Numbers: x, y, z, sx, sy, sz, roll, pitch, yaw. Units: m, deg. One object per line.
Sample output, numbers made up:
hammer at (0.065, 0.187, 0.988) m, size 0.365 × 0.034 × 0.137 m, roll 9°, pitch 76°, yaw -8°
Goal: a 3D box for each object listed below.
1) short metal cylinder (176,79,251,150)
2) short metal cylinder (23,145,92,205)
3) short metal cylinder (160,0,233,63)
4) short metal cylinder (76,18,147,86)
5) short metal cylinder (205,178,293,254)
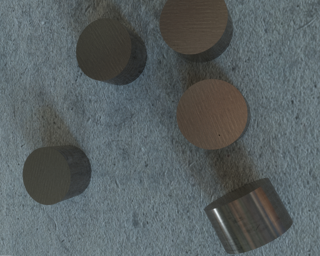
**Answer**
short metal cylinder at (0.066, -0.016, 0.372) m, size 0.080 × 0.050 × 0.080 m, roll 0°, pitch 90°, yaw 20°
short metal cylinder at (-0.148, 0.066, 0.448) m, size 0.080 × 0.050 × 0.080 m, roll 0°, pitch 90°, yaw 20°
short metal cylinder at (0.046, -0.125, 0.379) m, size 0.080 × 0.050 × 0.080 m, roll 0°, pitch 90°, yaw 20°
short metal cylinder at (-0.064, -0.100, 0.418) m, size 0.080 × 0.050 × 0.080 m, roll 0°, pitch 90°, yaw 20°
short metal cylinder at (0.097, 0.096, 0.345) m, size 0.080 × 0.080 × 0.050 m, roll -30°, pitch 80°, yaw 17°
